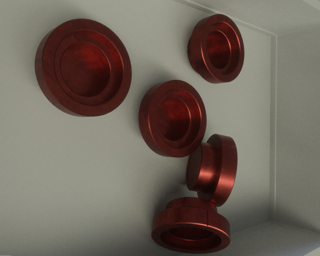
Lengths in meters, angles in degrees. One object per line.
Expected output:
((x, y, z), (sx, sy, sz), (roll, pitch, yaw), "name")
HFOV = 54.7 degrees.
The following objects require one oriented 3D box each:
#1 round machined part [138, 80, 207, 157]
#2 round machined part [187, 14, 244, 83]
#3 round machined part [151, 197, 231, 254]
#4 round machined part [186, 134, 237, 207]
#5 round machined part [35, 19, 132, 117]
((0.012, -0.011, 0.404), (0.099, 0.042, 0.097), (2, 87, -39), "round machined part")
((0.079, -0.114, 0.461), (0.099, 0.042, 0.097), (0, 90, -40), "round machined part")
((0.040, 0.124, 0.400), (0.098, 0.098, 0.042), (41, 39, -33), "round machined part")
((0.065, 0.055, 0.424), (0.042, 0.098, 0.098), (12, 81, -8), "round machined part")
((-0.082, -0.060, 0.327), (0.099, 0.042, 0.097), (0, 90, -40), "round machined part")
